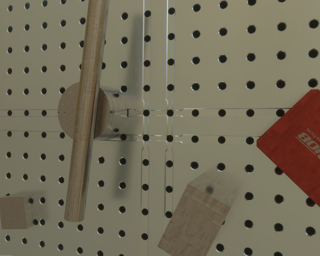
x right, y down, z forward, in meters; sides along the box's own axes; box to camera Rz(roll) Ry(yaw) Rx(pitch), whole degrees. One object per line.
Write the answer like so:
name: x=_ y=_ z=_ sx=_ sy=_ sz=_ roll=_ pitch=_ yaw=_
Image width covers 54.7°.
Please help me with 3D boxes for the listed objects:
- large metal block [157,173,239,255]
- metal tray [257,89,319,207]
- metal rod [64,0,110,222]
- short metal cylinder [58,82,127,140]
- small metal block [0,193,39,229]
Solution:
large metal block: x=0.048 y=0.106 z=0.366 sx=0.050 sy=0.080 sz=0.080 roll=27 pitch=99 yaw=18
metal tray: x=0.186 y=0.032 z=0.344 sx=0.130 sy=0.030 sz=0.090 roll=47 pitch=104 yaw=14
metal rod: x=-0.092 y=-0.032 z=0.391 sx=0.025 sy=0.025 sz=0.298 roll=8 pitch=93 yaw=20
short metal cylinder: x=-0.093 y=-0.022 z=0.432 sx=0.080 sy=0.050 sz=0.080 roll=0 pitch=90 yaw=20
small metal block: x=-0.224 y=0.132 z=0.492 sx=0.050 sy=0.025 sz=0.050 roll=-7 pitch=88 yaw=19
